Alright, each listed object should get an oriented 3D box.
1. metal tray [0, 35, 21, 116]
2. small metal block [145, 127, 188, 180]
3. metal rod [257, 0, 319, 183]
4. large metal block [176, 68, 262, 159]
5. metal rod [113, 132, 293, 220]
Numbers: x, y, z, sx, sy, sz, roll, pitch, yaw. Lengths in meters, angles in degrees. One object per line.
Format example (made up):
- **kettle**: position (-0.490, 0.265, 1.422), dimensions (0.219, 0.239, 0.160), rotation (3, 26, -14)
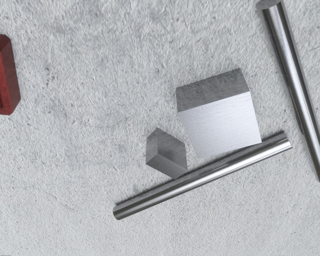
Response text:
- **metal tray**: position (-0.233, -0.064, 0.345), dimensions (0.131, 0.030, 0.089), rotation (6, 130, -6)
- **small metal block**: position (0.009, 0.035, 0.420), dimensions (0.050, 0.050, 0.025), rotation (31, 123, -24)
- **metal rod**: position (0.180, -0.024, 0.389), dimensions (0.025, 0.025, 0.300), rotation (-23, 127, 18)
- **large metal block**: position (0.071, -0.016, 0.379), dimensions (0.080, 0.050, 0.080), rotation (-16, 129, 13)
- **metal rod**: position (0.052, 0.081, 0.477), dimensions (0.300, 0.025, 0.025), rotation (-27, 125, 21)
